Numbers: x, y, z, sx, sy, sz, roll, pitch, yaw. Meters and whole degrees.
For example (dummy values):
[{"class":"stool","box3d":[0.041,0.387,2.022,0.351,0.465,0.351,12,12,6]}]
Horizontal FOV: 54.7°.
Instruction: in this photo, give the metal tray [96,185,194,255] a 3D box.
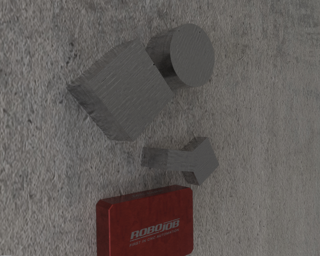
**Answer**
[{"class":"metal tray","box3d":[-0.014,0.127,0.390,0.131,0.030,0.089,-2,91,-40]}]

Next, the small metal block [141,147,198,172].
[{"class":"small metal block","box3d":[0.012,0.040,0.399,0.050,0.050,0.025,10,84,-40]}]

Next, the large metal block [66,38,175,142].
[{"class":"large metal block","box3d":[-0.042,-0.041,0.353,0.080,0.050,0.080,-50,120,-28]}]

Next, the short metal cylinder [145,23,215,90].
[{"class":"short metal cylinder","box3d":[0.027,-0.092,0.411,0.081,0.050,0.079,0,90,-40]}]

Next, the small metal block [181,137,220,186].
[{"class":"small metal block","box3d":[0.054,0.047,0.451,0.050,0.025,0.050,-39,114,-33]}]
